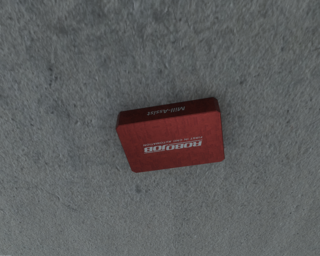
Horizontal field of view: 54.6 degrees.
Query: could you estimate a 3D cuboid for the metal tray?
[{"bbox_3d":[0.016,0.012,0.414,0.131,0.030,0.090,-9,130,7],"label":"metal tray"}]
